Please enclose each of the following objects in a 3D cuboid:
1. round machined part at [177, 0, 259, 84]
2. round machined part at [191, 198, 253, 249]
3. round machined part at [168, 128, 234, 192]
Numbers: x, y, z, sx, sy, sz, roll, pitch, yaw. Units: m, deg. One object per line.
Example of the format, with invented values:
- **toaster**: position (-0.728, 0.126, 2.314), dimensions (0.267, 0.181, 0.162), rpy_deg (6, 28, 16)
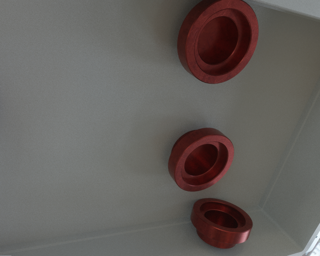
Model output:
- **round machined part**: position (0.064, -0.105, 0.367), dimensions (0.099, 0.042, 0.097), rpy_deg (-14, 124, -21)
- **round machined part**: position (0.098, 0.160, 0.510), dimensions (0.099, 0.098, 0.042), rpy_deg (3, 108, -30)
- **round machined part**: position (0.055, 0.042, 0.453), dimensions (0.099, 0.042, 0.097), rpy_deg (-14, 124, -21)
